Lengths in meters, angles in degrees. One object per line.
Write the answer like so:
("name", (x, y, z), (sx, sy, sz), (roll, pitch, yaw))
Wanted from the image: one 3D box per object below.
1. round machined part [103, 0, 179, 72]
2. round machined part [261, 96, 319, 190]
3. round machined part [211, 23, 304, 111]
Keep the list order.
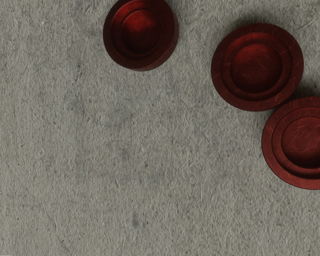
("round machined part", (-0.021, -0.123, 0.407), (0.098, 0.042, 0.097), (0, 90, 20))
("round machined part", (0.164, 0.016, 0.342), (0.098, 0.042, 0.097), (0, 90, 20))
("round machined part", (0.112, -0.067, 0.360), (0.098, 0.042, 0.097), (0, 90, 20))
